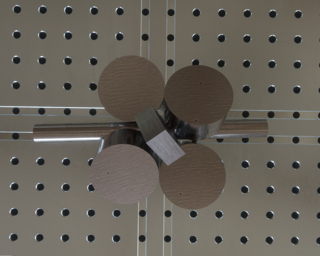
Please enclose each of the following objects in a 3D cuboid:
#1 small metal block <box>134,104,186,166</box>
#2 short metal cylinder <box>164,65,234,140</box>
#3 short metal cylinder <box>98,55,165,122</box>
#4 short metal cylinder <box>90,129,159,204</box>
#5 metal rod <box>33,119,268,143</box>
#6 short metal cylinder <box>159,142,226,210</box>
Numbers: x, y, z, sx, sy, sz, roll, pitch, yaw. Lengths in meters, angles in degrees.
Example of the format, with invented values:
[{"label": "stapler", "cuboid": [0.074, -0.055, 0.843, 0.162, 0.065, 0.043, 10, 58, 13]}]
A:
[{"label": "small metal block", "cuboid": [-0.001, 0.008, 0.362, 0.025, 0.050, 0.050, -35, 132, 6]}, {"label": "short metal cylinder", "cuboid": [0.046, -0.030, 0.384, 0.081, 0.050, 0.080, 0, 67, 0]}, {"label": "short metal cylinder", "cuboid": [-0.034, -0.048, 0.397, 0.081, 0.050, 0.079, 0, 90, 0]}, {"label": "short metal cylinder", "cuboid": [-0.042, 0.047, 0.385, 0.081, 0.050, 0.079, 0, 110, -1]}, {"label": "metal rod", "cuboid": [-0.012, 0.004, 0.409, 0.302, 0.025, 0.025, -1, 90, 0]}, {"label": "short metal cylinder", "cuboid": [0.039, 0.058, 0.397, 0.081, 0.050, 0.079, 0, 90, 0]}]
